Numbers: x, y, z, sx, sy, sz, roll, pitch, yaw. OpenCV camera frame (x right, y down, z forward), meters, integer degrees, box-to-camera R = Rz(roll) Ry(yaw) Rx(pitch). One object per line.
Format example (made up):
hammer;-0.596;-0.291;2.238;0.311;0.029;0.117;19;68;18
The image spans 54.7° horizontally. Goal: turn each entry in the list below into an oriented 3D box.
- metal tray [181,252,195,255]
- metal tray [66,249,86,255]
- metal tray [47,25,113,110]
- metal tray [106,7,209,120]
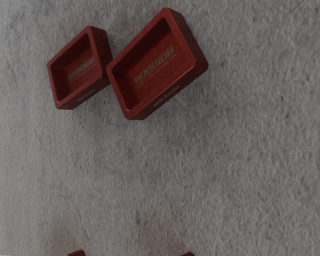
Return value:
metal tray;0.030;0.231;0.376;0.090;0.030;0.130;-40;66;32
metal tray;-0.154;0.281;0.526;0.129;0.030;0.090;-50;61;28
metal tray;-0.132;-0.094;0.507;0.130;0.030;0.090;-26;74;36
metal tray;-0.010;-0.079;0.407;0.130;0.030;0.090;-36;68;33
